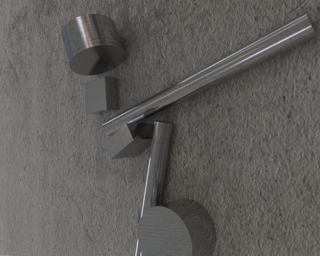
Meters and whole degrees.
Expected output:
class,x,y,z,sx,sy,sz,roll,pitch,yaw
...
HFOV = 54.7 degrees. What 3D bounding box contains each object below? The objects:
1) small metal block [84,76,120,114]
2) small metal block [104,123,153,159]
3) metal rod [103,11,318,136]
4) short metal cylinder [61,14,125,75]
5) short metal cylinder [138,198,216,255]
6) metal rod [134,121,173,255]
class,x,y,z,sx,sy,sz,roll,pitch,yaw
small metal block,-0.091,-0.050,0.480,0.050,0.025,0.050,-7,86,39
small metal block,-0.038,0.018,0.420,0.050,0.050,0.025,-40,66,33
metal rod,0.033,-0.048,0.377,0.299,0.025,0.025,-24,75,37
short metal cylinder,-0.096,-0.118,0.449,0.080,0.081,0.050,-29,72,36
short metal cylinder,0.020,0.129,0.373,0.080,0.050,0.079,0,90,40
metal rod,-0.017,0.138,0.418,0.025,0.025,0.298,14,99,39
